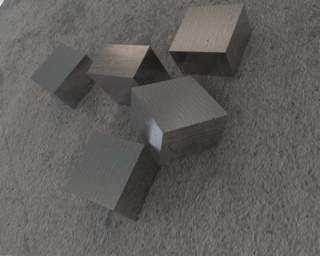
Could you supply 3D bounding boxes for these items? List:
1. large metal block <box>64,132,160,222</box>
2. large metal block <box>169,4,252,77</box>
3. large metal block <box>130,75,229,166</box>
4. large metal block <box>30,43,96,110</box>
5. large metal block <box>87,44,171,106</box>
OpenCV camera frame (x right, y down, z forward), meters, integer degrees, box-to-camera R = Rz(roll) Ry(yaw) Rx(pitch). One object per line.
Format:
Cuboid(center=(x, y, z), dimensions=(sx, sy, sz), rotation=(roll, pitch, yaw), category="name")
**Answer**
Cuboid(center=(-0.056, 0.058, 0.382), dimensions=(0.080, 0.050, 0.080), rotation=(12, 68, 33), category="large metal block")
Cuboid(center=(0.070, -0.119, 0.424), dimensions=(0.080, 0.050, 0.080), rotation=(10, 67, 32), category="large metal block")
Cuboid(center=(0.019, -0.012, 0.363), dimensions=(0.081, 0.050, 0.080), rotation=(-16, 47, -22), category="large metal block")
Cuboid(center=(-0.158, -0.089, 0.525), dimensions=(0.080, 0.050, 0.080), rotation=(29, 78, 37), category="large metal block")
Cuboid(center=(-0.039, -0.070, 0.431), dimensions=(0.080, 0.080, 0.050), rotation=(12, 68, 33), category="large metal block")
